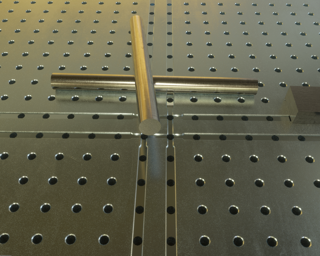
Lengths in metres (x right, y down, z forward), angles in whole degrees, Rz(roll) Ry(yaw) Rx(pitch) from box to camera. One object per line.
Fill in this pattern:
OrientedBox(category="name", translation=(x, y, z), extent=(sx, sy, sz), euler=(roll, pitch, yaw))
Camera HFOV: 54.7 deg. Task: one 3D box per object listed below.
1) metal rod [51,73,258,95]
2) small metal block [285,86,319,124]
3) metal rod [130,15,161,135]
OrientedBox(category="metal rod", translation=(-0.009, -0.066, 0.462), extent=(0.302, 0.025, 0.025), euler=(2, 50, 1))
OrientedBox(category="small metal block", translation=(0.210, -0.033, 0.436), extent=(0.050, 0.025, 0.050), euler=(2, 50, 1))
OrientedBox(category="metal rod", translation=(-0.027, -0.099, 0.460), extent=(0.025, 0.025, 0.300), euler=(-5, 41, -4))
